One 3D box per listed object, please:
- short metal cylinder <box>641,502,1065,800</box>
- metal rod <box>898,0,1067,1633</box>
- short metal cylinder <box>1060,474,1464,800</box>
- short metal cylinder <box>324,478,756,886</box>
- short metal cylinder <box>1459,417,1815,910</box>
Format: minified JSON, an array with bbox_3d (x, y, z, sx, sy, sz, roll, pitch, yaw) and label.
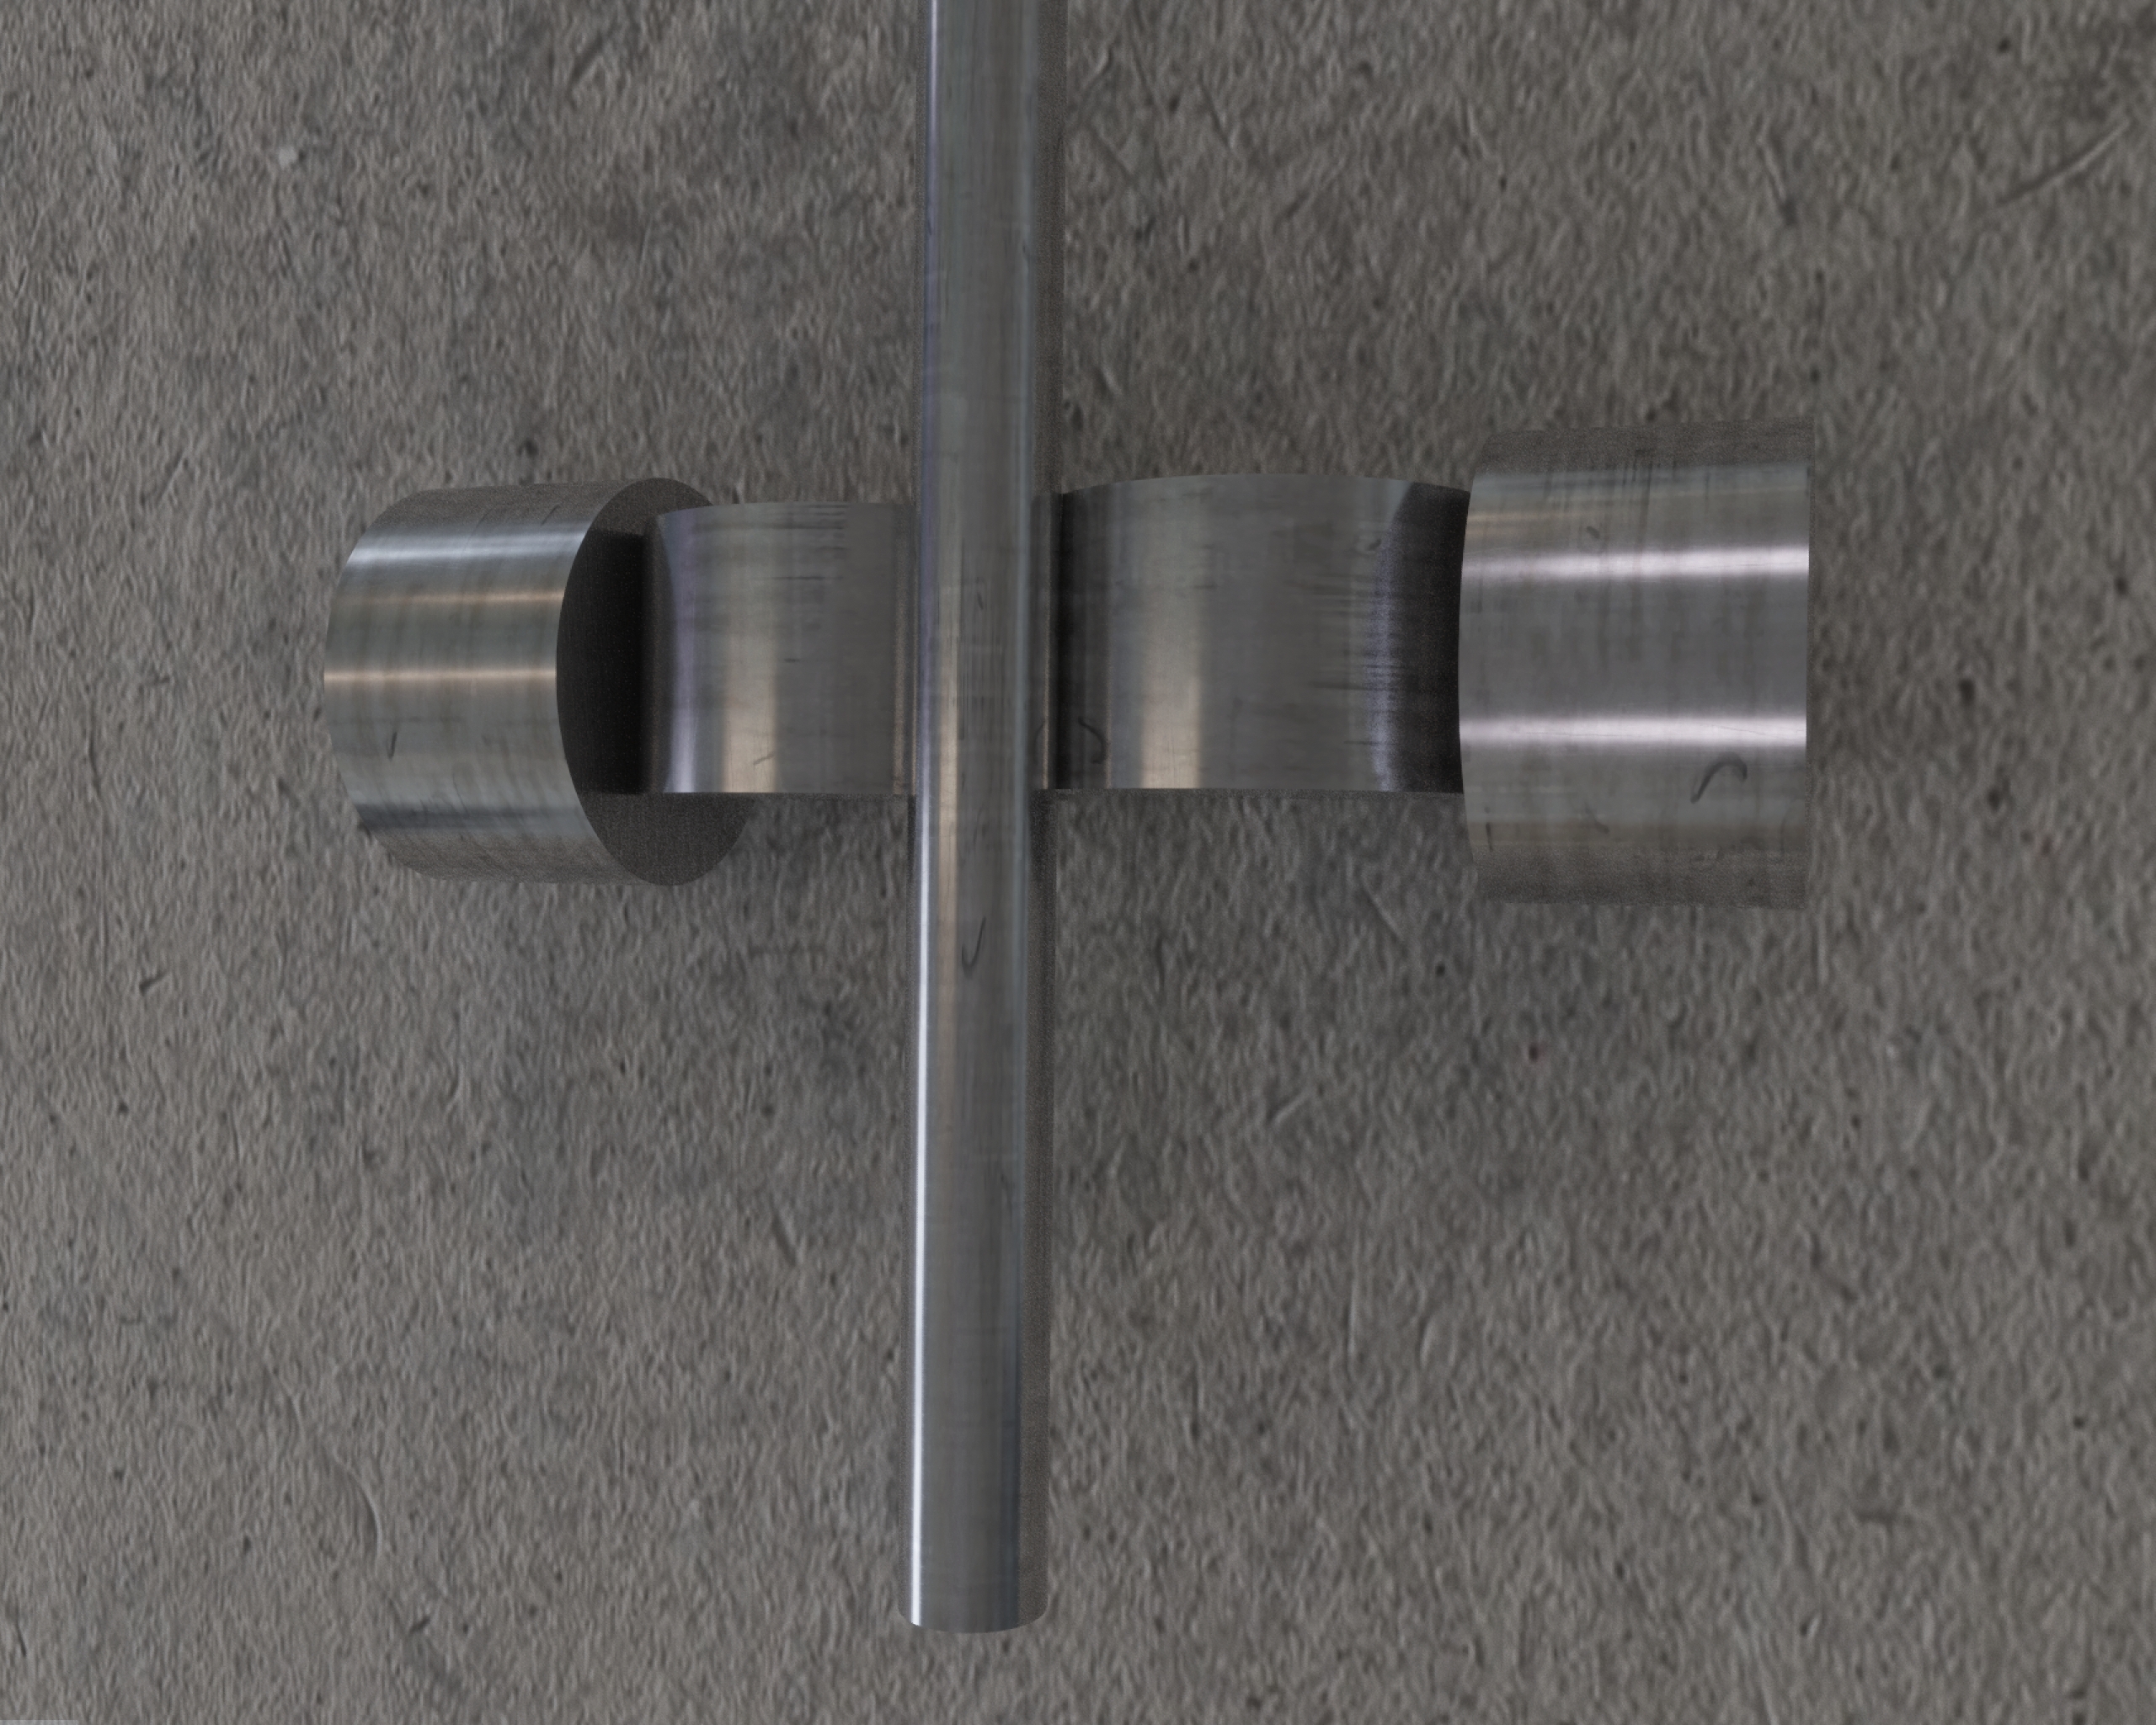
[{"bbox_3d":[-0.042,-0.037,0.396,0.080,0.080,0.050,1,91,20],"label":"short metal cylinder"},{"bbox_3d":[-0.016,-0.024,0.350,0.025,0.025,0.298,1,90,20],"label":"metal rod"},{"bbox_3d":[0.033,-0.037,0.369,0.080,0.080,0.050,1,91,20],"label":"short metal cylinder"},{"bbox_3d":[-0.103,-0.036,0.417,0.050,0.080,0.080,1,90,20],"label":"short metal cylinder"},{"bbox_3d":[0.096,-0.032,0.347,0.050,0.080,0.080,1,90,20],"label":"short metal cylinder"}]
